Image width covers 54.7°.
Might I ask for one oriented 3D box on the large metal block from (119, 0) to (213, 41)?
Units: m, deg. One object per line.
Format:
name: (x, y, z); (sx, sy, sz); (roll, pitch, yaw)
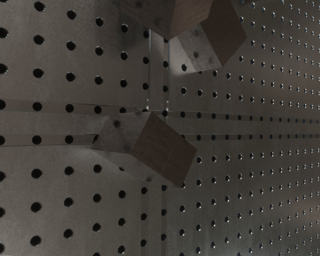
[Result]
large metal block: (0.009, -0.160, 0.374); (0.080, 0.080, 0.050); (-39, 156, -33)

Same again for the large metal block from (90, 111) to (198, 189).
large metal block: (-0.019, 0.025, 0.360); (0.080, 0.080, 0.050); (39, 66, -34)

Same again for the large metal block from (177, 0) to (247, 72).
large metal block: (0.075, -0.142, 0.458); (0.080, 0.050, 0.080); (-50, 120, -29)
